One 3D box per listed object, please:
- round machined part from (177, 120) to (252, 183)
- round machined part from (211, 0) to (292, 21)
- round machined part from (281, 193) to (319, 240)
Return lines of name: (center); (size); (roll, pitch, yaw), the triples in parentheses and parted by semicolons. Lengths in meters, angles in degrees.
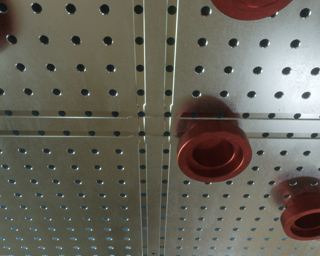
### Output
round machined part: (0.072, 0.028, 0.425); (0.099, 0.042, 0.097); (-1, 130, 0)
round machined part: (0.089, -0.144, 0.279); (0.099, 0.042, 0.097); (0, 130, 0)
round machined part: (0.256, 0.149, 0.531); (0.099, 0.042, 0.097); (-1, 130, 0)
